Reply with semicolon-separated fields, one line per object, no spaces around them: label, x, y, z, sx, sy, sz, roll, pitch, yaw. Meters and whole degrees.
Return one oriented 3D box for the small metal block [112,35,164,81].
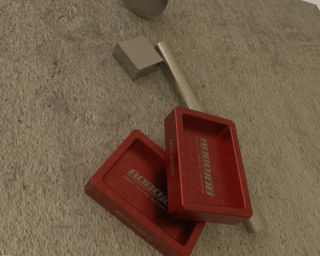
small metal block;-0.032;-0.103;0.451;0.050;0.025;0.050;-31;79;-38

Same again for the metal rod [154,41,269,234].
metal rod;0.064;0.001;0.439;0.025;0.025;0.299;-14;69;-34

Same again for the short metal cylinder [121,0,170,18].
short metal cylinder;-0.019;-0.227;0.498;0.080;0.080;0.050;28;52;-11

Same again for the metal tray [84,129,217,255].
metal tray;-0.006;0.074;0.353;0.130;0.030;0.090;39;51;-2

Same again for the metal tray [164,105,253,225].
metal tray;0.054;0.042;0.366;0.091;0.030;0.130;14;53;-23
